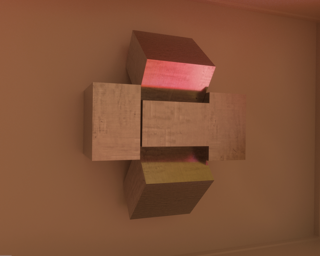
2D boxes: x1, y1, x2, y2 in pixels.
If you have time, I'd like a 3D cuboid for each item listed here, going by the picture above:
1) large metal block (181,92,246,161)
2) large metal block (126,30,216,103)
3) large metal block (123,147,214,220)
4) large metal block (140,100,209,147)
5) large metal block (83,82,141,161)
[{"bbox_3d":[0.067,-0.002,0.405,0.050,0.080,0.080,1,90,-20],"label":"large metal block"},{"bbox_3d":[0.009,-0.075,0.376,0.081,0.080,0.050,2,127,-20],"label":"large metal block"},{"bbox_3d":[0.007,0.066,0.375,0.081,0.079,0.050,1,48,-21],"label":"large metal block"},{"bbox_3d":[0.005,-0.005,0.382,0.081,0.080,0.050,1,90,-20],"label":"large metal block"},{"bbox_3d":[-0.058,-0.007,0.359,0.050,0.080,0.080,1,90,-20],"label":"large metal block"}]
